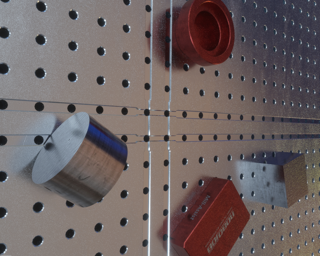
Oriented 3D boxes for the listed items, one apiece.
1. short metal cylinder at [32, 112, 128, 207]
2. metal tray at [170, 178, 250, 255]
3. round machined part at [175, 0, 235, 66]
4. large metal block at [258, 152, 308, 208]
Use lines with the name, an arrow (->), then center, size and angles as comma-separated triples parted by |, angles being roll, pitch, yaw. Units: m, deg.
short metal cylinder -> -0.079, 0.031, 0.307 | 0.050, 0.080, 0.080 | 42, 65, -32
metal tray -> 0.081, 0.152, 0.474 | 0.131, 0.030, 0.090 | -45, 117, -30
round machined part -> 0.061, -0.138, 0.449 | 0.099, 0.042, 0.097 | 0, 90, -40
large metal block -> 0.236, 0.096, 0.590 | 0.081, 0.050, 0.079 | -16, 100, -39
